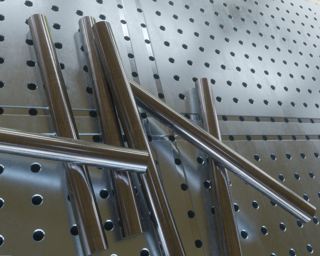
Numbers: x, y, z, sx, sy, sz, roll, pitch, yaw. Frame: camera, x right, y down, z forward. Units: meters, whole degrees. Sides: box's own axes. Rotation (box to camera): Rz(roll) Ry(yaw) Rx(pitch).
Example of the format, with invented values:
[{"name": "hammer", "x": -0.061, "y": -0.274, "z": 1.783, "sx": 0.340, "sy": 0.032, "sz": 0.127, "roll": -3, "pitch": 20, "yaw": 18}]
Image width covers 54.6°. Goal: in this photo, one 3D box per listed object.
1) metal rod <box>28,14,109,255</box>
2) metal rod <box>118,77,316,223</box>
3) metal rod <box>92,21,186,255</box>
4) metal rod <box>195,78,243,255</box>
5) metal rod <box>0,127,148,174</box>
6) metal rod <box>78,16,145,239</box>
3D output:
[{"name": "metal rod", "x": -0.111, "y": -0.010, "z": 0.354, "sx": 0.025, "sy": 0.025, "sz": 0.299, "roll": -7, "pitch": 65, "yaw": -31}, {"name": "metal rod", "x": 0.062, "y": 0.021, "z": 0.399, "sx": 0.300, "sy": 0.025, "sz": 0.025, "roll": 35, "pitch": 51, "yaw": 6}, {"name": "metal rod", "x": -0.031, "y": 0.004, "z": 0.370, "sx": 0.025, "sy": 0.025, "sz": 0.299, "roll": -9, "pitch": 72, "yaw": -32}, {"name": "metal rod", "x": 0.077, "y": 0.059, "z": 0.412, "sx": 0.025, "sy": 0.025, "sz": 0.299, "roll": 10, "pitch": 58, "yaw": -23}, {"name": "metal rod", "x": -0.160, "y": 0.010, "z": 0.294, "sx": 0.302, "sy": 0.025, "sz": 0.025, "roll": 10, "pitch": 57, "yaw": -15}, {"name": "metal rod", "x": -0.066, "y": -0.019, "z": 0.383, "sx": 0.025, "sy": 0.025, "sz": 0.299, "roll": -2, "pitch": 63, "yaw": -29}]
